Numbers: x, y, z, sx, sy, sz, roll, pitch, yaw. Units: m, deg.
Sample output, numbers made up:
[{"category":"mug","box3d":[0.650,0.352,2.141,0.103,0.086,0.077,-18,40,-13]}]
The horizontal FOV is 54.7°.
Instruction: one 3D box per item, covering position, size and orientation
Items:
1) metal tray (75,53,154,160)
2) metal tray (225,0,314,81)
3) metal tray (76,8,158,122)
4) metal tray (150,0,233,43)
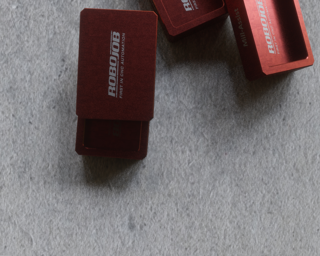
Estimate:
[{"category":"metal tray","box3d":[-0.058,-0.027,0.406,0.091,0.030,0.129,5,90,-1]},{"category":"metal tray","box3d":[0.138,-0.132,0.392,0.091,0.030,0.129,-15,90,-24]},{"category":"metal tray","box3d":[-0.051,-0.074,0.376,0.091,0.030,0.129,2,90,-1]},{"category":"metal tray","box3d":[0.027,-0.191,0.407,0.090,0.030,0.129,-25,90,-1]}]
